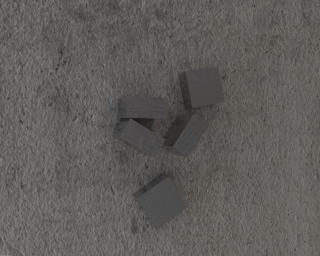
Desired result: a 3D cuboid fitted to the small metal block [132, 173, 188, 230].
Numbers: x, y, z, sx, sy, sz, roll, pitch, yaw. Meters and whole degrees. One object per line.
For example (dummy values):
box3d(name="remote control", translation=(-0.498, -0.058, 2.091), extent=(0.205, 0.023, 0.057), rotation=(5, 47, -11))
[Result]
box3d(name="small metal block", translation=(0.000, 0.096, 0.409), extent=(0.050, 0.025, 0.050), rotation=(-33, 101, -17))

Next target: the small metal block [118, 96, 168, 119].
box3d(name="small metal block", translation=(-0.023, -0.024, 0.387), extent=(0.050, 0.050, 0.025), rotation=(1, 90, -20))

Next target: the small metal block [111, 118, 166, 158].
box3d(name="small metal block", translation=(-0.028, 0.012, 0.385), extent=(0.050, 0.050, 0.025), rotation=(32, 80, -17))

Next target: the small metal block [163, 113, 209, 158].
box3d(name="small metal block", translation=(0.030, 0.009, 0.407), extent=(0.025, 0.050, 0.050), rotation=(37, 78, -17))

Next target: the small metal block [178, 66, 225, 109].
box3d(name="small metal block", translation=(0.057, -0.056, 0.430), extent=(0.050, 0.025, 0.050), rotation=(-12, 94, -20))
